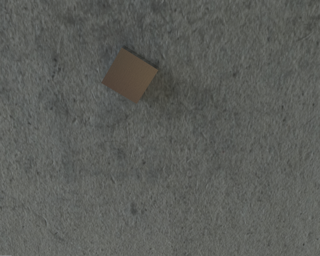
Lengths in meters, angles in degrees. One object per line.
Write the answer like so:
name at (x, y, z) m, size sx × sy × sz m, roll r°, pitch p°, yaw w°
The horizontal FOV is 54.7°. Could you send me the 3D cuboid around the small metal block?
small metal block at (-0.037, -0.066, 0.385) m, size 0.050 × 0.025 × 0.050 m, roll 30°, pitch 107°, yaw -11°
